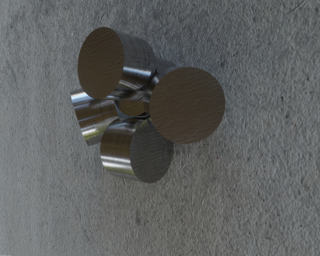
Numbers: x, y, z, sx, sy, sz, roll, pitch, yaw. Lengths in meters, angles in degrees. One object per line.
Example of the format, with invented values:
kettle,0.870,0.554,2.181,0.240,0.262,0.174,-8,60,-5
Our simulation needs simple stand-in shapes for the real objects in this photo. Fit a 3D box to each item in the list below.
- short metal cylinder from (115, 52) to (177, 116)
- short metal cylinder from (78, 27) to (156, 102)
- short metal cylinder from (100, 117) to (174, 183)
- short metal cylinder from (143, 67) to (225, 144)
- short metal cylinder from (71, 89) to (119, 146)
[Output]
short metal cylinder,-0.017,-0.054,0.402,0.080,0.050,0.079,0,90,39
short metal cylinder,-0.052,-0.072,0.365,0.080,0.050,0.079,0,90,39
short metal cylinder,-0.027,0.026,0.390,0.050,0.081,0.079,2,92,40
short metal cylinder,0.024,-0.027,0.341,0.050,0.081,0.079,-132,53,-74
short metal cylinder,-0.087,-0.020,0.433,0.080,0.050,0.080,163,89,-81
